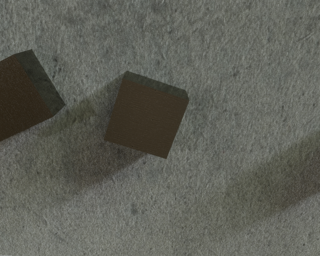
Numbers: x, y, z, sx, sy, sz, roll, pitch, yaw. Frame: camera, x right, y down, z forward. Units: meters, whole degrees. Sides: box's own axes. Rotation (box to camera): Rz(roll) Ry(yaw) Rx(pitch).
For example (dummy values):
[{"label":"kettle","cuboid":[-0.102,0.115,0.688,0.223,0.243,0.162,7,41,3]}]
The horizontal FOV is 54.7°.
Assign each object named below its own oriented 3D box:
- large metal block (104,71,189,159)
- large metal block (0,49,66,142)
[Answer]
[{"label":"large metal block","cuboid":[-0.017,-0.017,0.390,0.080,0.050,0.079,18,109,-7]},{"label":"large metal block","cuboid":[-0.179,-0.040,0.379,0.080,0.050,0.080,-24,109,8]}]
